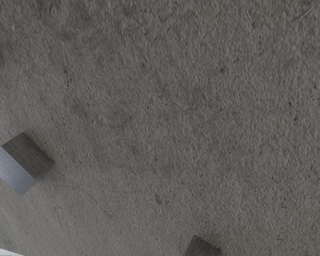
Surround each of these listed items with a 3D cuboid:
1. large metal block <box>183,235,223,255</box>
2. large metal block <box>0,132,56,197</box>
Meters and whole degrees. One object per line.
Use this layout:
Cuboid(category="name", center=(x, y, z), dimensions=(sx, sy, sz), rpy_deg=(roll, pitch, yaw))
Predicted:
Cuboid(category="large metal block", center=(0.051, 0.233, 0.489), dimensions=(0.050, 0.080, 0.079), rpy_deg=(27, 128, 12))
Cuboid(category="large metal block", center=(-0.251, 0.067, 0.565), dimensions=(0.080, 0.050, 0.080), rpy_deg=(46, 129, -4))
